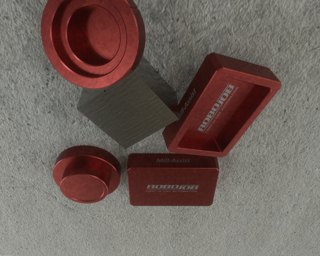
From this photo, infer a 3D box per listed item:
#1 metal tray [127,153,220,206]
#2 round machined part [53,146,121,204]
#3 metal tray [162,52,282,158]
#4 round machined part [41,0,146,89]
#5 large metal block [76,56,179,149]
[{"bbox_3d":[0.018,0.081,0.473,0.131,0.030,0.089,0,130,-1],"label":"metal tray"},{"bbox_3d":[-0.109,0.075,0.458,0.099,0.042,0.097,-1,130,0],"label":"round machined part"},{"bbox_3d":[0.070,-0.020,0.373,0.091,0.030,0.129,8,131,-26],"label":"metal tray"},{"bbox_3d":[-0.060,-0.090,0.302,0.098,0.042,0.097,5,109,14],"label":"round machined part"},{"bbox_3d":[-0.035,-0.032,0.362,0.080,0.050,0.080,-30,125,23],"label":"large metal block"}]
